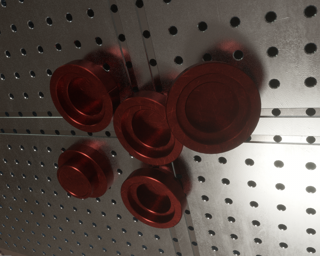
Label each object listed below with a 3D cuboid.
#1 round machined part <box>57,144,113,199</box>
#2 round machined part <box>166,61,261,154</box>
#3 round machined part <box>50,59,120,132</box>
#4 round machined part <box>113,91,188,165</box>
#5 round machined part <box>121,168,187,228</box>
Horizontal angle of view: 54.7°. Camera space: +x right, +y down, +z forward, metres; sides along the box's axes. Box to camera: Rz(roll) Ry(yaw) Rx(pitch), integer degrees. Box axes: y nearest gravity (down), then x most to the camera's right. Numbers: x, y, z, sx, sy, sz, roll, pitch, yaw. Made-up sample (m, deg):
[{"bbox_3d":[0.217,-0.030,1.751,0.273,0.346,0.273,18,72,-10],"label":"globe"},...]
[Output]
[{"bbox_3d":[-0.131,0.079,0.516,0.098,0.042,0.097,13,124,20],"label":"round machined part"},{"bbox_3d":[0.055,-0.024,0.339,0.099,0.042,0.097,0,107,1],"label":"round machined part"},{"bbox_3d":[-0.096,-0.046,0.420,0.098,0.042,0.097,13,124,20],"label":"round machined part"},{"bbox_3d":[-0.007,-0.004,0.400,0.098,0.042,0.097,14,125,22],"label":"round machined part"},{"bbox_3d":[-0.006,0.099,0.463,0.098,0.042,0.097,13,124,20],"label":"round machined part"}]
